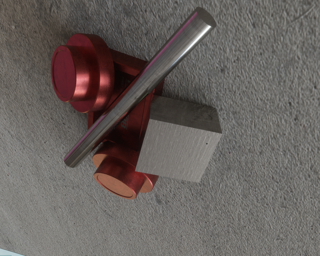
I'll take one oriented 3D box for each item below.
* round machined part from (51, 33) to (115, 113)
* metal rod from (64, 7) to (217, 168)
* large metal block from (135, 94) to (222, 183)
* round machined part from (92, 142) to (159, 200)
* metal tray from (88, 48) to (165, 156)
[{"bbox_3d":[-0.101,-0.067,0.383,0.098,0.042,0.097,12,106,47],"label":"round machined part"},{"bbox_3d":[-0.046,-0.026,0.378,0.025,0.025,0.299,46,129,-4],"label":"metal rod"},{"bbox_3d":[0.019,0.014,0.372,0.081,0.050,0.079,12,127,-8],"label":"large metal block"},{"bbox_3d":[-0.055,0.067,0.445,0.098,0.042,0.098,20,148,14],"label":"round machined part"},{"bbox_3d":[-0.049,-0.030,0.412,0.090,0.030,0.129,22,127,14],"label":"metal tray"}]
